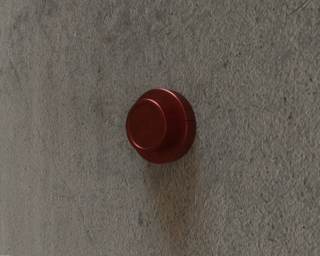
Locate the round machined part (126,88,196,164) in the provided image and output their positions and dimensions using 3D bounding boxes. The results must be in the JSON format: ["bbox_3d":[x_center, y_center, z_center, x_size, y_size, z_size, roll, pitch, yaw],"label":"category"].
[{"bbox_3d":[-0.006,-0.002,0.400,0.098,0.042,0.097,0,90,40],"label":"round machined part"}]
